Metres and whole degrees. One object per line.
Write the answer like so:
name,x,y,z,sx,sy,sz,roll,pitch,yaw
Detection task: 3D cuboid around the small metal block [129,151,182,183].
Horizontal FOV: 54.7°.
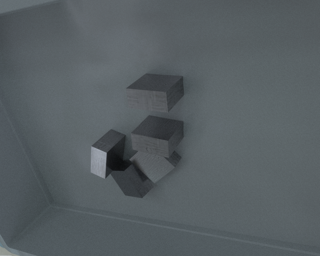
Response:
small metal block,-0.007,0.043,0.439,0.050,0.025,0.050,44,129,-3

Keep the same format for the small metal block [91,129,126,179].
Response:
small metal block,-0.076,0.038,0.456,0.025,0.050,0.050,21,126,16

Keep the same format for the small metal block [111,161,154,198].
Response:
small metal block,-0.045,0.077,0.470,0.050,0.025,0.050,-10,116,54

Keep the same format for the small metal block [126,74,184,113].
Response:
small metal block,-0.005,-0.043,0.368,0.050,0.050,0.025,8,122,24

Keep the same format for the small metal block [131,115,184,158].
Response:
small metal block,-0.002,0.009,0.400,0.050,0.050,0.025,11,123,22
